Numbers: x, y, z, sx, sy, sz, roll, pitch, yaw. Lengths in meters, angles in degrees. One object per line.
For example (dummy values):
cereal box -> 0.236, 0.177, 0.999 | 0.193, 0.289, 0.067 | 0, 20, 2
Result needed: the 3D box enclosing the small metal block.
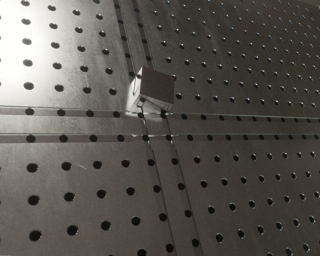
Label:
small metal block -> -0.008, -0.054, 0.438 | 0.050, 0.025, 0.050 | 16, 55, -20
